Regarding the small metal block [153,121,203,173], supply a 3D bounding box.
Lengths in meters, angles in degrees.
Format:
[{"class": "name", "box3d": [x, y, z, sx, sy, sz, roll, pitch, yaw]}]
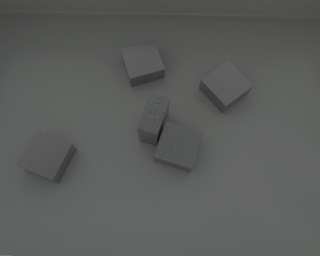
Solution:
[{"class": "small metal block", "box3d": [0.023, 0.025, 0.401, 0.050, 0.025, 0.050, 17, 71, 5]}]

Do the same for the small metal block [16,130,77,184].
[{"class": "small metal block", "box3d": [-0.143, 0.037, 0.394, 0.050, 0.025, 0.050, 21, 71, 7]}]

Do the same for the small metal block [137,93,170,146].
[{"class": "small metal block", "box3d": [-0.008, -0.009, 0.400, 0.025, 0.050, 0.050, 17, 71, 6]}]

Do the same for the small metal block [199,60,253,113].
[{"class": "small metal block", "box3d": [0.091, -0.057, 0.432, 0.050, 0.025, 0.050, -36, 74, -13]}]

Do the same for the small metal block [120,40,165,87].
[{"class": "small metal block", "box3d": [-0.025, -0.092, 0.443, 0.050, 0.025, 0.050, -17, 71, -6]}]
